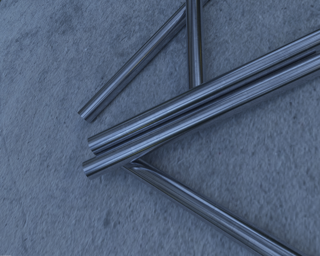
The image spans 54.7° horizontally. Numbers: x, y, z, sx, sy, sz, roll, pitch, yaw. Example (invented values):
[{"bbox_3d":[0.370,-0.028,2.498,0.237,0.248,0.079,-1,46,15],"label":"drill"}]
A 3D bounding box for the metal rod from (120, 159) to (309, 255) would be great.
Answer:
[{"bbox_3d":[0.045,0.084,0.327,0.300,0.025,0.025,25,75,36],"label":"metal rod"}]

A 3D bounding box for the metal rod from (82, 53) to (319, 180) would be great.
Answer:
[{"bbox_3d":[0.049,-0.011,0.364,0.301,0.025,0.025,-25,53,4],"label":"metal rod"}]

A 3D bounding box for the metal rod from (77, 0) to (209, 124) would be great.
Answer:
[{"bbox_3d":[-0.015,-0.124,0.486,0.300,0.025,0.025,-47,52,-5],"label":"metal rod"}]

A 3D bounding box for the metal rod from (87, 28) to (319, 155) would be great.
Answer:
[{"bbox_3d":[0.053,-0.040,0.370,0.301,0.025,0.025,-25,53,5],"label":"metal rod"}]

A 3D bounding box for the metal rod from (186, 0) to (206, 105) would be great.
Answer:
[{"bbox_3d":[0.050,-0.163,0.452,0.025,0.025,0.299,-9,65,23],"label":"metal rod"}]
